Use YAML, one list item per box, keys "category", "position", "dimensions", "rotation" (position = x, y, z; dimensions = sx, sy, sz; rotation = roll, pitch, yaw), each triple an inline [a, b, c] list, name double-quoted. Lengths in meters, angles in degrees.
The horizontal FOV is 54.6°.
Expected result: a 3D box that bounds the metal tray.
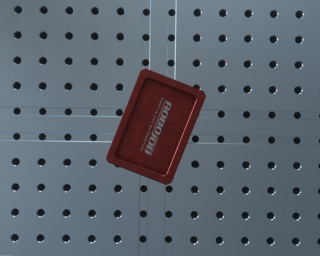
- category: "metal tray"
  position: [-0.005, -0.002, 0.411]
  dimensions: [0.090, 0.030, 0.129]
  rotation: [22, 90, -1]
